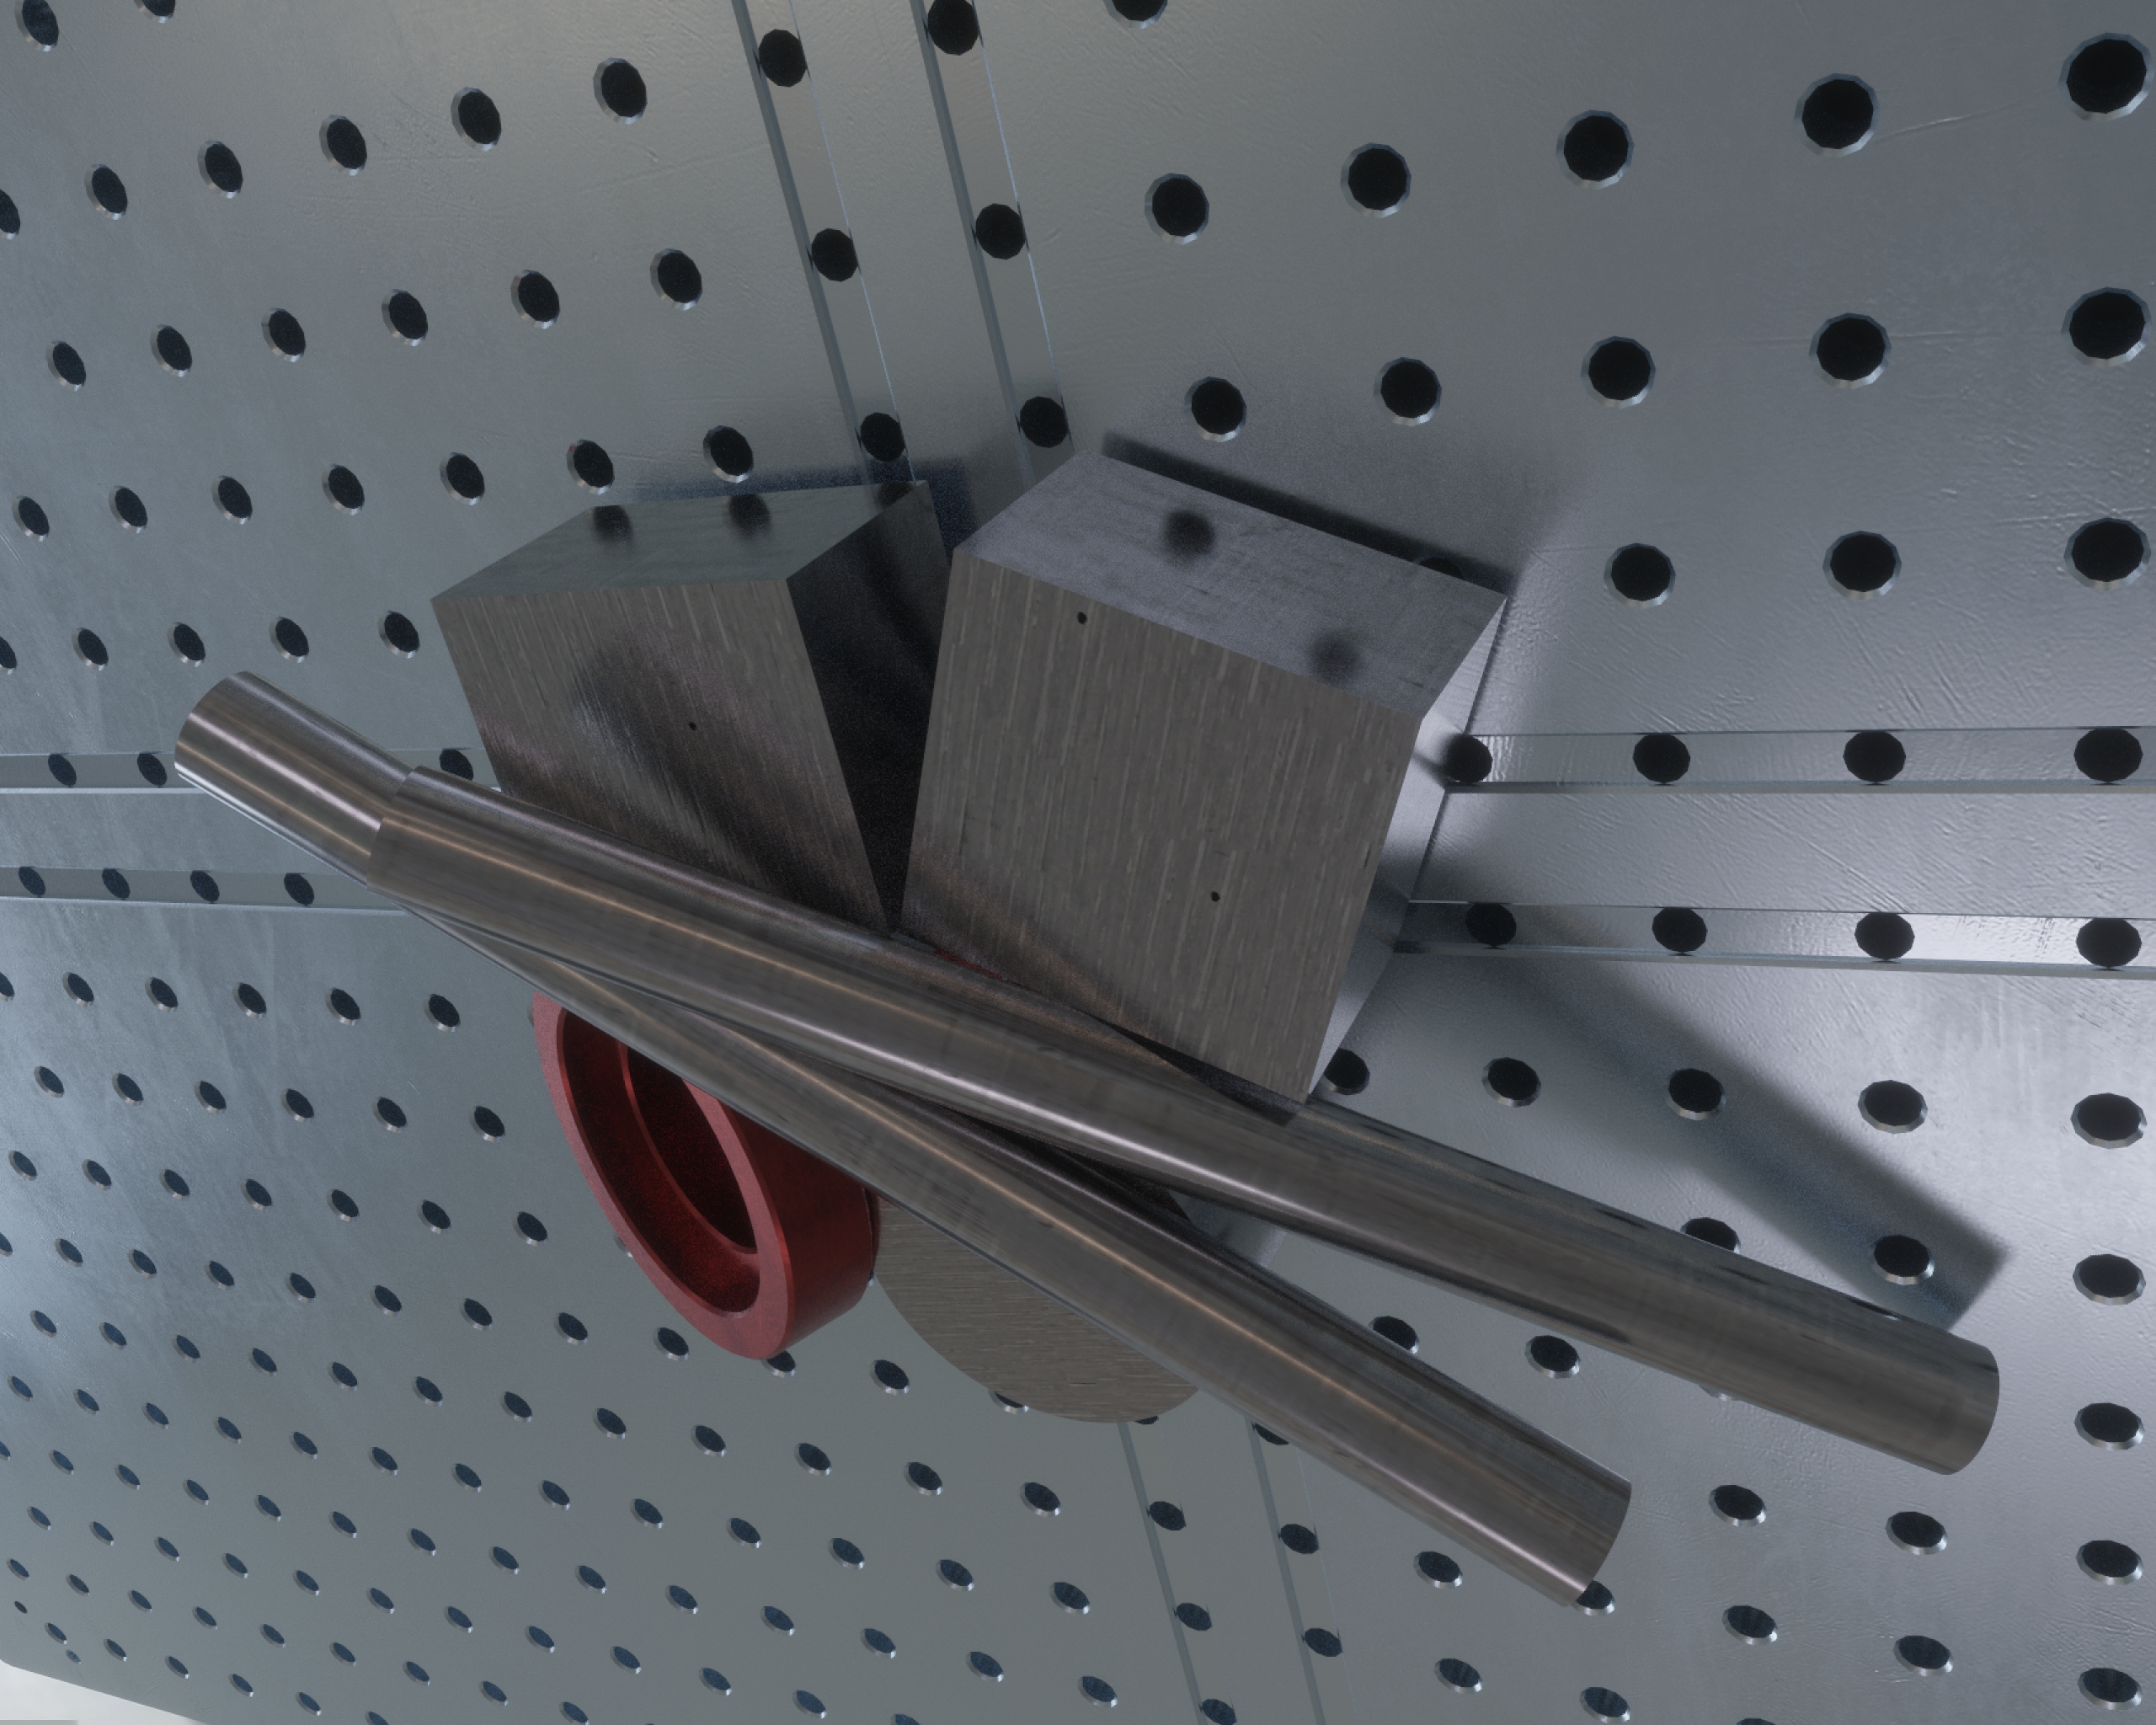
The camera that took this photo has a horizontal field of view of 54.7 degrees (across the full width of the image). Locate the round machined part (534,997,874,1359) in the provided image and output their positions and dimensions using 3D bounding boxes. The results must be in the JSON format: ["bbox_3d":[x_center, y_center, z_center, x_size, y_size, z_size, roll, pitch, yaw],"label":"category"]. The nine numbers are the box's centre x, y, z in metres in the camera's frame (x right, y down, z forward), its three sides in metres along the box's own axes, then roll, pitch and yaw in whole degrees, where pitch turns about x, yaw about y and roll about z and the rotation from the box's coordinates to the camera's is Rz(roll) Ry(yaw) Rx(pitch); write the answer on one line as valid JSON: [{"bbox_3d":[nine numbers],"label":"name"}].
[{"bbox_3d":[-0.074,0.055,0.454,0.098,0.042,0.097,33,137,37],"label":"round machined part"}]

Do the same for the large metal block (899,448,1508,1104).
[{"bbox_3d":[0.020,-0.016,0.368,0.080,0.050,0.079,22,127,15],"label":"large metal block"}]

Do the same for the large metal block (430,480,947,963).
[{"bbox_3d":[-0.066,-0.025,0.405,0.080,0.050,0.080,1,119,27],"label":"large metal block"}]

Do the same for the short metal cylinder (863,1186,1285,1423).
[{"bbox_3d":[0.002,0.068,0.430,0.080,0.050,0.079,13,124,21],"label":"short metal cylinder"}]

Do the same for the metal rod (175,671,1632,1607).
[{"bbox_3d":[-0.038,0.047,0.389,0.301,0.025,0.025,30,128,8],"label":"metal rod"}]

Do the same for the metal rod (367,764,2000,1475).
[{"bbox_3d":[0.021,0.047,0.376,0.302,0.025,0.025,21,128,-2],"label":"metal rod"}]
